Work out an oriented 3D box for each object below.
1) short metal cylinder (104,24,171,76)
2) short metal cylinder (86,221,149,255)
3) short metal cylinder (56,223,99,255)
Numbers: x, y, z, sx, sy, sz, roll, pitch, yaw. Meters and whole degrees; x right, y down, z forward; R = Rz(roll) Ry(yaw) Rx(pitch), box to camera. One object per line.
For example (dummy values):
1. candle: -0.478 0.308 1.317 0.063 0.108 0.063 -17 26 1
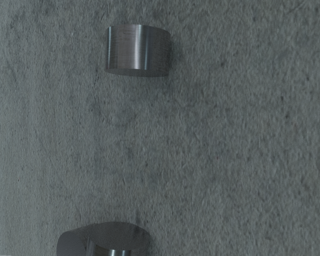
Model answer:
1. short metal cylinder: -0.028 -0.094 0.390 0.080 0.081 0.050 6 94 39
2. short metal cylinder: -0.058 0.166 0.415 0.080 0.081 0.050 13 99 39
3. short metal cylinder: -0.116 0.195 0.482 0.080 0.050 0.079 0 90 39
